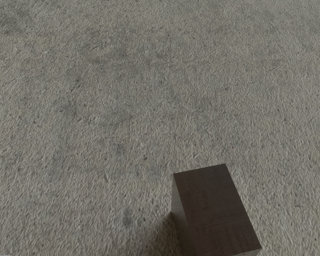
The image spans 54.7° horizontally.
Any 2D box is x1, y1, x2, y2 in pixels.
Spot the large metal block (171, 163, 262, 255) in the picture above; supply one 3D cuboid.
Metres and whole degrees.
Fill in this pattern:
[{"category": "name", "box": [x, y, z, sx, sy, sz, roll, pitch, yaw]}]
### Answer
[{"category": "large metal block", "box": [0.045, 0.092, 0.290, 0.050, 0.080, 0.080, -10, 51, -8]}]
